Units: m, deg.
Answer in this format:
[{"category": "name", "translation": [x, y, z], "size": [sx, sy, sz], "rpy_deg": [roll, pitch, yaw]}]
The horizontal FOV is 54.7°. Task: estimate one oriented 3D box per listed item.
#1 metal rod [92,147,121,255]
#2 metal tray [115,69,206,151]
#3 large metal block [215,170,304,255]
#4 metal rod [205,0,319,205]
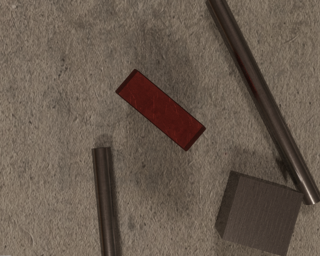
[{"category": "metal rod", "translation": [-0.064, 0.175, 0.409], "size": [0.025, 0.025, 0.298], "rpy_deg": [-5, 90, -1]}, {"category": "metal tray", "translation": [0.000, -0.018, 0.358], "size": [0.090, 0.130, 0.030], "rpy_deg": [40, 90, -1]}, {"category": "large metal block", "translation": [0.125, 0.107, 0.399], "size": [0.080, 0.050, 0.080], "rpy_deg": [16, 90, -1]}, {"category": "metal rod", "translation": [0.138, -0.038, 0.411], "size": [0.025, 0.025, 0.299], "rpy_deg": [-26, 90, 0]}]
